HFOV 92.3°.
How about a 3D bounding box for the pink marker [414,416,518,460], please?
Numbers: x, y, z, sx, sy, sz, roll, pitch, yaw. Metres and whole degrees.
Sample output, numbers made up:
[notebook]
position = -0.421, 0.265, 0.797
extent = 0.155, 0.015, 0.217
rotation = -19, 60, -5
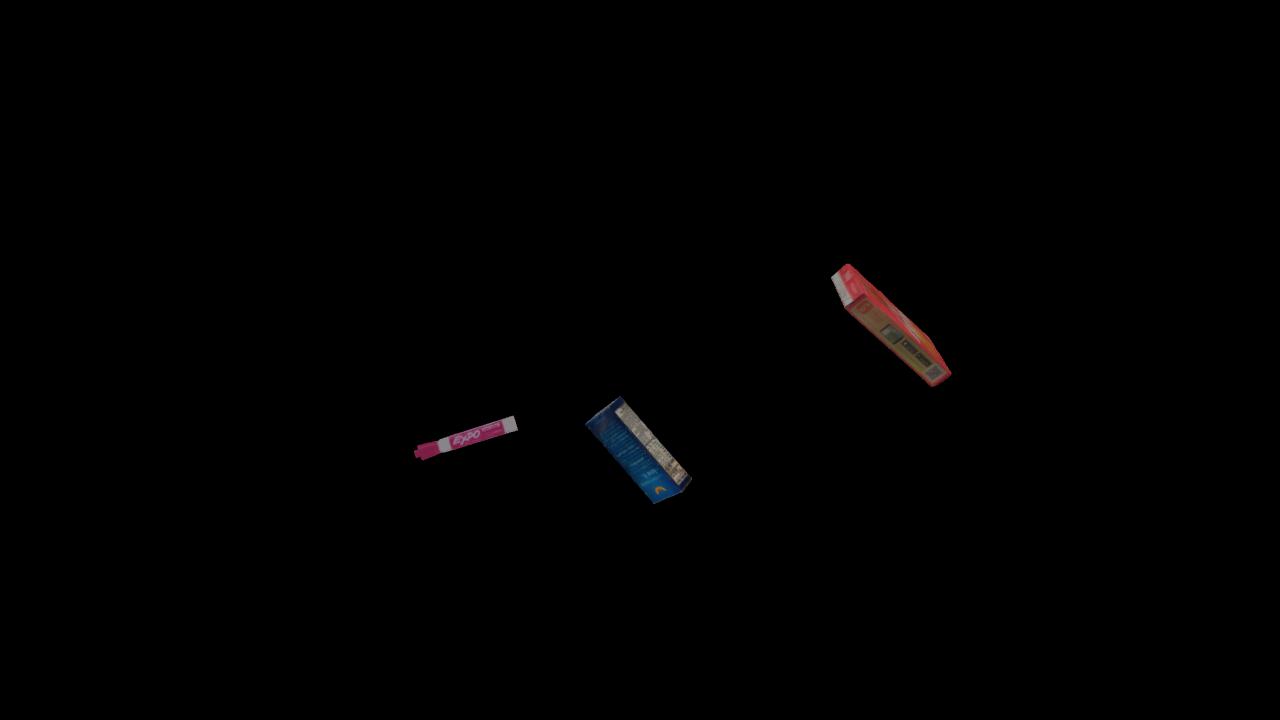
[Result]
[pink marker]
position = -0.206, 0.093, 0.731
extent = 0.121, 0.020, 0.020
rotation = -17, 4, -13

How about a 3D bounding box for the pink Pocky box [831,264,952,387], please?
[pink Pocky box]
position = 0.289, -0.041, 0.709
extent = 0.155, 0.029, 0.084
rotation = 37, 28, -17

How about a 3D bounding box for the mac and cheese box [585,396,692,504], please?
[mac and cheese box]
position = -0.004, 0.154, 1.038
extent = 0.041, 0.184, 0.093
rotation = -42, 2, -40
